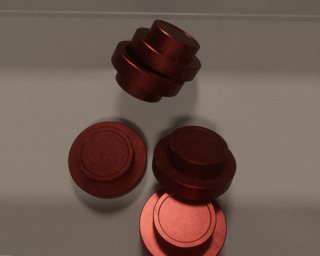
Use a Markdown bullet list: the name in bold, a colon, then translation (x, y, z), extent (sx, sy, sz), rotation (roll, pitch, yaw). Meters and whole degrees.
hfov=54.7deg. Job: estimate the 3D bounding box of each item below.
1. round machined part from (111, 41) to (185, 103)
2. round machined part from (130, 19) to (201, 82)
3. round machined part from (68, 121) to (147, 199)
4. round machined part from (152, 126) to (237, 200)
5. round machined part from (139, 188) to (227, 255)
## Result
- **round machined part**: translation (-0.019, -0.070, 0.408), extent (0.099, 0.042, 0.098), rotation (24, 29, -14)
- **round machined part**: translation (0.014, -0.107, 0.410), extent (0.099, 0.042, 0.098), rotation (24, 29, -14)
- **round machined part**: translation (-0.066, 0.037, 0.386), extent (0.099, 0.042, 0.098), rotation (0, 70, -1)
- **round machined part**: translation (0.042, 0.033, 0.364), extent (0.099, 0.042, 0.098), rotation (6, 37, -4)
- **round machined part**: translation (0.026, 0.107, 0.347), extent (0.099, 0.042, 0.098), rotation (1, 52, -1)
